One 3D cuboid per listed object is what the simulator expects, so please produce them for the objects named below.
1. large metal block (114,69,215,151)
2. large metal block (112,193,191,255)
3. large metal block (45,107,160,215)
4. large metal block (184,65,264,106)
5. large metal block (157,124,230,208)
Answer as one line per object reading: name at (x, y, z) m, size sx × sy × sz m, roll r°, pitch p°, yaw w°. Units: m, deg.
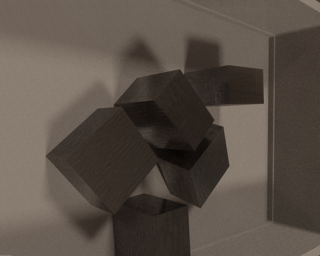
large metal block at (0.005, -0.019, 0.377) m, size 0.080 × 0.080 × 0.050 m, roll 51°, pitch 60°, yaw -28°
large metal block at (-0.011, 0.128, 0.363) m, size 0.050 × 0.080 × 0.079 m, roll -6°, pitch 94°, yaw -40°
large metal block at (-0.060, 0.033, 0.341) m, size 0.080 × 0.050 × 0.080 m, roll -49°, pitch 119°, yaw -29°
large metal block at (0.093, -0.058, 0.451) m, size 0.081 × 0.080 × 0.050 m, roll -4°, pitch 93°, yaw -40°
large metal block at (0.048, 0.046, 0.418) m, size 0.080 × 0.050 × 0.080 m, roll -48°, pitch 138°, yaw -30°
